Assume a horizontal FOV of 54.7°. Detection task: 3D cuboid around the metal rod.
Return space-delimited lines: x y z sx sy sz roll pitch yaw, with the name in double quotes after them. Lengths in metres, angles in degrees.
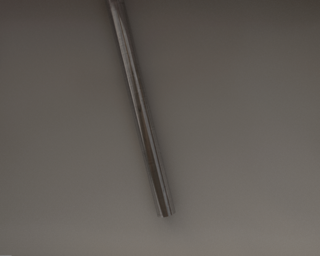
-0.027 -0.031 0.411 0.025 0.025 0.298 -14 90 0 "metal rod"
